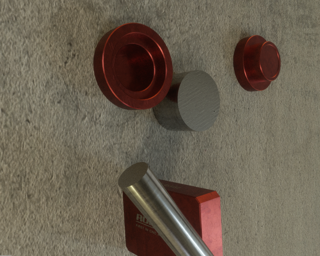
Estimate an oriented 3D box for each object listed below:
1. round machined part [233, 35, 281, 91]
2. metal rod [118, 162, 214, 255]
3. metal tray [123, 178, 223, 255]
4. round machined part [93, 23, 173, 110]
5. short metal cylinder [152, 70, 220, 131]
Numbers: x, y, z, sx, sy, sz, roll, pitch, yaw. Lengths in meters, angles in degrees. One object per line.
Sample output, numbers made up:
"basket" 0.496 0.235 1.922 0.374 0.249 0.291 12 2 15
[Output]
"round machined part" 0.176 -0.114 0.544 0.099 0.042 0.097 0 90 -40
"metal rod" 0.056 0.146 0.283 0.025 0.025 0.299 -48 119 -29
"metal tray" 0.008 0.107 0.345 0.030 0.130 0.089 -6 94 -40
"round machined part" -0.035 -0.070 0.366 0.099 0.042 0.097 0 90 -40
"short metal cylinder" 0.036 -0.035 0.421 0.081 0.050 0.079 0 90 -40
